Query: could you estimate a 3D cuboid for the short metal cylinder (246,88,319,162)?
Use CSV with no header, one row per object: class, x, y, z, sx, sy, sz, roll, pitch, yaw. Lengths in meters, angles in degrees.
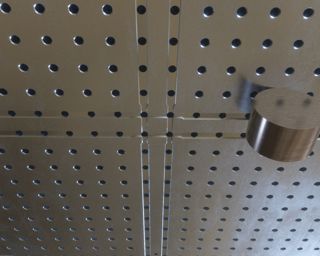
short metal cylinder,0.149,-0.005,0.372,0.080,0.080,0.050,0,130,0
